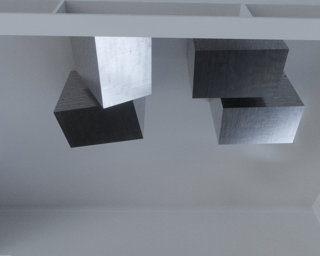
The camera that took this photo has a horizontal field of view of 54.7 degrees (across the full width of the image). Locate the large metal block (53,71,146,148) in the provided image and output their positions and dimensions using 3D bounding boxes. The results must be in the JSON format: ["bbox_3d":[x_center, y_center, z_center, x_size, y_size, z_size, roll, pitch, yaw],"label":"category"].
[{"bbox_3d":[-0.062,-0.028,0.348,0.080,0.080,0.050,-7,130,6],"label":"large metal block"}]

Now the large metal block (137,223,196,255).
[{"bbox_3d":[0.012,0.236,0.597,0.080,0.050,0.080,27,125,-22],"label":"large metal block"}]

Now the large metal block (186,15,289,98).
[{"bbox_3d":[0.071,-0.074,0.311,0.081,0.080,0.050,-1,130,0],"label":"large metal block"}]

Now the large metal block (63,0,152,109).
[{"bbox_3d":[-0.050,-0.079,0.296,0.050,0.080,0.079,-20,135,-23],"label":"large metal block"}]

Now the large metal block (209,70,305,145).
[{"bbox_3d":[0.103,-0.027,0.351,0.081,0.080,0.050,-1,130,1],"label":"large metal block"}]
